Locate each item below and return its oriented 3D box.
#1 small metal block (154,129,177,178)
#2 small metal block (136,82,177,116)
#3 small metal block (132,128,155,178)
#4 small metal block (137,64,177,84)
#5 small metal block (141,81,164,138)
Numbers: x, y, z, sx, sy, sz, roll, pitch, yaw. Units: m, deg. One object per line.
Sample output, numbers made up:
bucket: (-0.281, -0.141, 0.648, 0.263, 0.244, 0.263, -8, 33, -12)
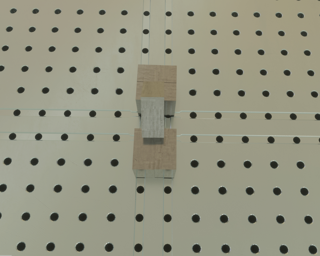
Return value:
small metal block: (0.007, 0.032, 0.385, 0.025, 0.050, 0.050, 1, 70, 0)
small metal block: (-0.005, -0.038, 0.412, 0.050, 0.050, 0.025, 2, 70, 0)
small metal block: (-0.019, 0.032, 0.386, 0.025, 0.050, 0.050, 1, 70, 0)
small metal block: (-0.004, -0.062, 0.420, 0.050, 0.050, 0.025, 2, 70, 0)
small metal block: (-0.008, -0.023, 0.363, 0.025, 0.050, 0.050, 0, 28, 1)
